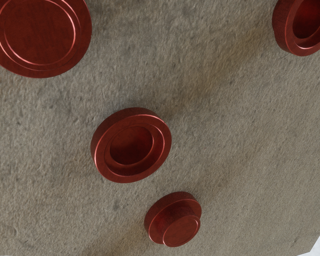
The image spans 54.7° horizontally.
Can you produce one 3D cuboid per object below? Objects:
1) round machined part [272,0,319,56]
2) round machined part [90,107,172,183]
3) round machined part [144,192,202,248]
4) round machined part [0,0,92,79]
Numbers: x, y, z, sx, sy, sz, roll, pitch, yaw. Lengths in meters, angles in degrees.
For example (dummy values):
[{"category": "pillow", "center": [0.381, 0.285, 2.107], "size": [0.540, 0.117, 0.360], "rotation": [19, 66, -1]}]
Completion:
[{"category": "round machined part", "center": [0.189, -0.149, 0.410], "size": [0.099, 0.042, 0.097], "rotation": [-14, 125, -21]}, {"category": "round machined part", "center": [-0.038, 0.017, 0.387], "size": [0.099, 0.042, 0.097], "rotation": [-14, 125, -21]}, {"category": "round machined part", "center": [0.027, 0.156, 0.509], "size": [0.099, 0.042, 0.097], "rotation": [-14, 125, -21]}, {"category": "round machined part", "center": [-0.110, -0.091, 0.280], "size": [0.099, 0.042, 0.097], "rotation": [-14, 125, -21]}]
